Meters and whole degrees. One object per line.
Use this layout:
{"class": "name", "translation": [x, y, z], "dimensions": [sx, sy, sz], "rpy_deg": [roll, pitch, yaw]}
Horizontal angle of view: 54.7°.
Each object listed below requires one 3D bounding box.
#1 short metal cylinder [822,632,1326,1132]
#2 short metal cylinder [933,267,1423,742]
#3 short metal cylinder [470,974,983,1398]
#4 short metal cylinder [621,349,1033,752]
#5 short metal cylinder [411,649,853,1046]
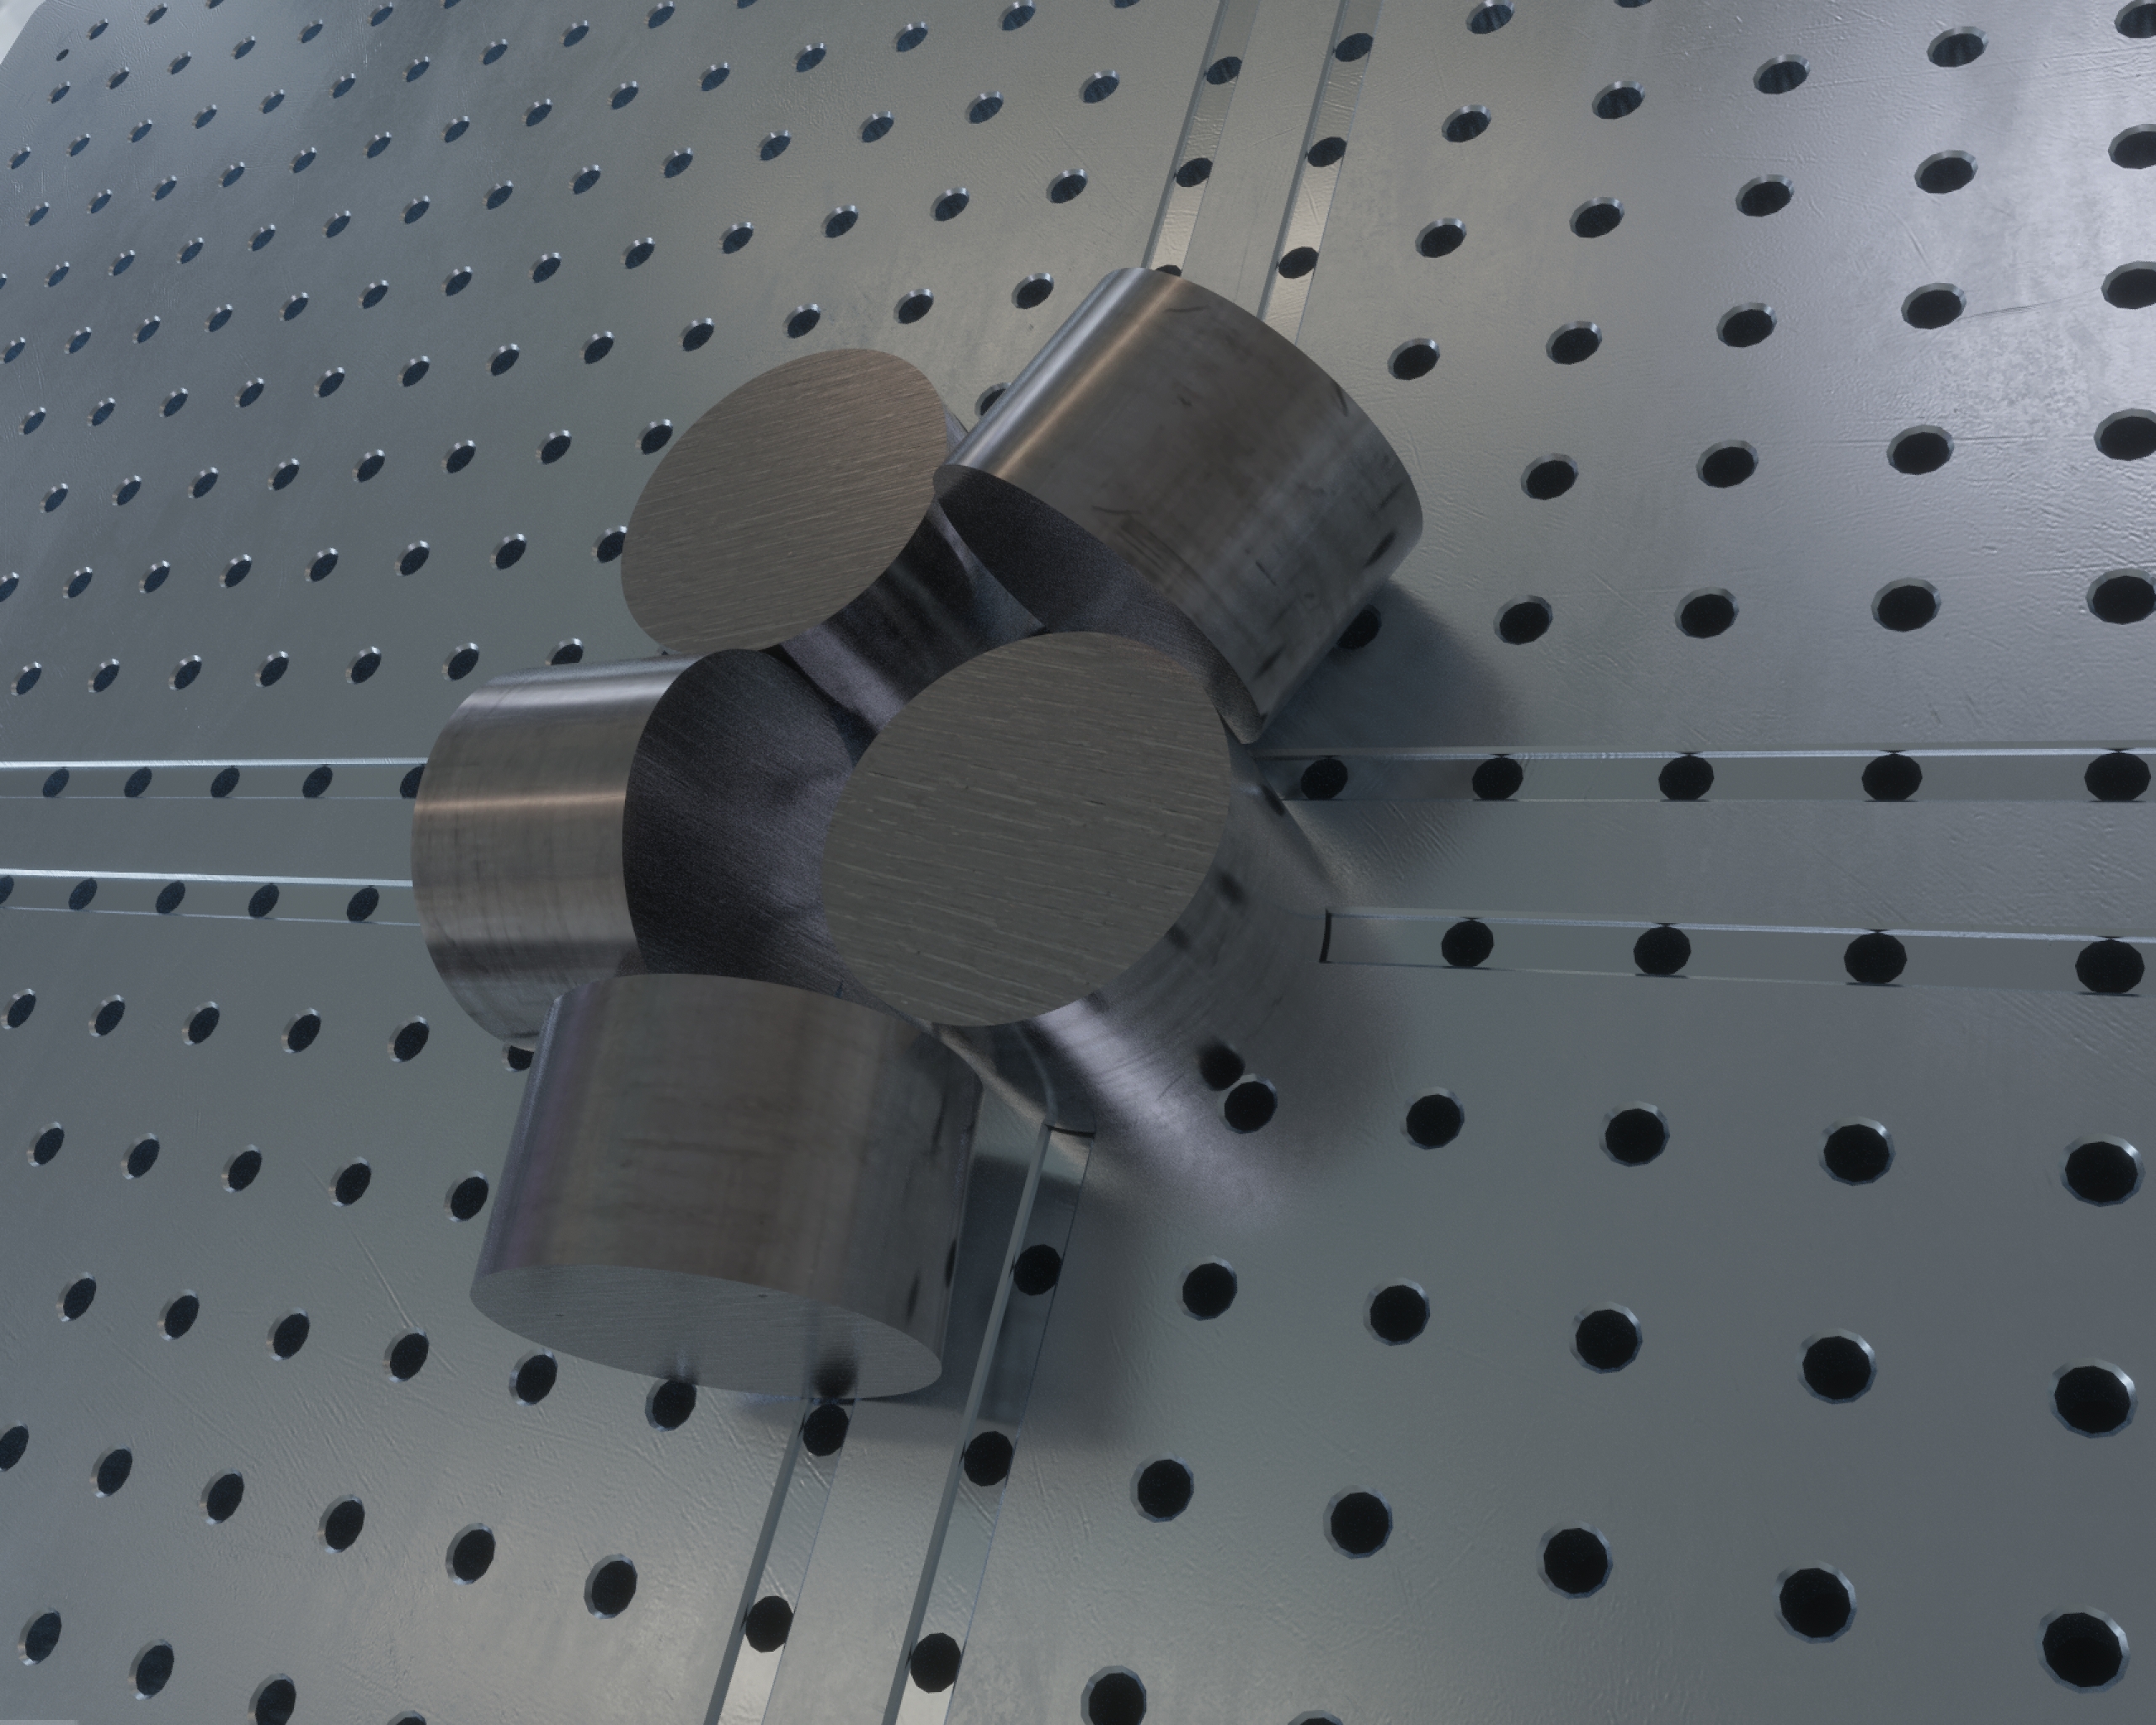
{"class": "short metal cylinder", "translation": [0.000, 0.004, 0.390], "dimensions": [0.080, 0.050, 0.080], "rpy_deg": [-13, 57, 21]}
{"class": "short metal cylinder", "translation": [0.019, -0.068, 0.405], "dimensions": [0.080, 0.080, 0.050], "rpy_deg": [32, 79, 38]}
{"class": "short metal cylinder", "translation": [-0.060, 0.059, 0.367], "dimensions": [0.080, 0.080, 0.050], "rpy_deg": [-6, 60, 25]}
{"class": "short metal cylinder", "translation": [-0.052, -0.065, 0.459], "dimensions": [0.080, 0.050, 0.080], "rpy_deg": [-14, 56, 22]}
{"class": "short metal cylinder", "translation": [-0.086, -0.001, 0.420], "dimensions": [0.050, 0.080, 0.080], "rpy_deg": [-2, 61, 27]}
